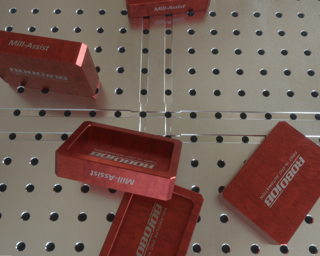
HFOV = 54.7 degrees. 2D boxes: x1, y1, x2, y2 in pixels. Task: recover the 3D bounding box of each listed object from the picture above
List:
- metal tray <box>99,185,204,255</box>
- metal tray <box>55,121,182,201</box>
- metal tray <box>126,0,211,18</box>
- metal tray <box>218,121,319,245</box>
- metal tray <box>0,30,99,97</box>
[{"bbox_3d":[-0.012,0.127,0.362,0.090,0.030,0.130,19,71,6],"label":"metal tray"},{"bbox_3d":[-0.043,0.034,0.367,0.131,0.030,0.090,12,25,4],"label":"metal tray"},{"bbox_3d":[0.008,-0.227,0.492,0.131,0.030,0.090,-7,70,-3],"label":"metal tray"},{"bbox_3d":[0.148,0.066,0.387,0.090,0.030,0.130,40,74,13],"label":"metal tray"},{"bbox_3d":[-0.154,-0.082,0.405,0.131,0.090,0.030,9,71,3],"label":"metal tray"}]
